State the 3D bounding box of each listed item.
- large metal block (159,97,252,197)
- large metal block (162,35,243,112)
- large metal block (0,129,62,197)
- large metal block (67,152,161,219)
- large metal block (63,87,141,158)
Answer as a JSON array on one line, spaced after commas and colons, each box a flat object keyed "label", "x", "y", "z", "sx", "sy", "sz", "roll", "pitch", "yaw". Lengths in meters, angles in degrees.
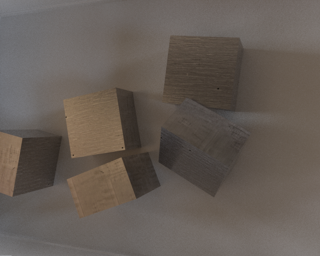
[{"label": "large metal block", "x": 0.047, "y": 0.024, "z": 0.357, "sx": 0.080, "sy": 0.080, "sz": 0.050, "roll": 31, "pitch": 60, "yaw": 17}, {"label": "large metal block", "x": 0.053, "y": -0.065, "z": 0.378, "sx": 0.080, "sy": 0.050, "sz": 0.079, "roll": 8, "pitch": 93, "yaw": 19}, {"label": "large metal block", "x": -0.196, "y": 0.046, "z": 0.450, "sx": 0.050, "sy": 0.080, "sz": 0.080, "roll": 13, "pitch": 94, "yaw": 19}, {"label": "large metal block", "x": -0.057, "y": 0.071, "z": 0.401, "sx": 0.080, "sy": 0.080, "sz": 0.050, "roll": -23, "pitch": 83, "yaw": 18}, {"label": "large metal block", "x": -0.078, "y": -0.005, "z": 0.425, "sx": 0.080, "sy": 0.050, "sz": 0.080, "roll": -10, "pitch": 87, "yaw": 19}]
